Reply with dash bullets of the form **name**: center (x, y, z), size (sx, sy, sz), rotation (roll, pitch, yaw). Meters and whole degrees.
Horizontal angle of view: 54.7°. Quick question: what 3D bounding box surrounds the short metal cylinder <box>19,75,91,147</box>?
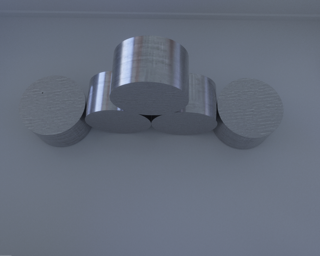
- **short metal cylinder**: center (-0.131, -0.021, 0.401), size (0.081, 0.050, 0.080), rotation (0, 70, 0)

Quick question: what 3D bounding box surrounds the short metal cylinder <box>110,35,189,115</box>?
- **short metal cylinder**: center (-0.010, -0.051, 0.324), size (0.080, 0.080, 0.050), rotation (2, 70, 0)

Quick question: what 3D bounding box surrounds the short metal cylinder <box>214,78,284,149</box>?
- **short metal cylinder**: center (0.111, -0.017, 0.402), size (0.081, 0.050, 0.080), rotation (0, 70, 0)

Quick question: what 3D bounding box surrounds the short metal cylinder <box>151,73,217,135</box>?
- **short metal cylinder**: center (0.030, -0.027, 0.388), size (0.080, 0.080, 0.050), rotation (2, 70, 0)

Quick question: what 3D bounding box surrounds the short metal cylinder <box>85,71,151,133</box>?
- **short metal cylinder**: center (-0.050, -0.030, 0.389), size (0.080, 0.080, 0.050), rotation (2, 70, 0)
